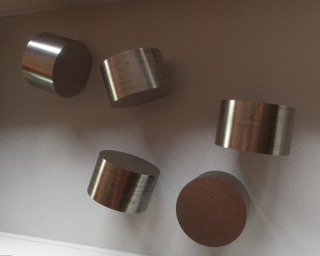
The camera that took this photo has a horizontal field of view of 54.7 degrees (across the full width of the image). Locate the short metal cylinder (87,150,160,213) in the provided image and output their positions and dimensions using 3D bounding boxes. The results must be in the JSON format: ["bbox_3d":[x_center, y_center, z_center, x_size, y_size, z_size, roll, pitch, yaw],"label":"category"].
[{"bbox_3d":[-0.046,0.066,0.397,0.080,0.080,0.050,22,97,18],"label":"short metal cylinder"}]

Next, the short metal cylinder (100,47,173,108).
[{"bbox_3d":[-0.030,-0.061,0.391,0.080,0.080,0.050,-18,84,19],"label":"short metal cylinder"}]

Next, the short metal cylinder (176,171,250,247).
[{"bbox_3d":[0.065,0.095,0.374,0.080,0.050,0.079,0,90,19],"label":"short metal cylinder"}]

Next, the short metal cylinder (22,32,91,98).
[{"bbox_3d":[-0.140,-0.087,0.429,0.050,0.080,0.080,20,97,18],"label":"short metal cylinder"}]

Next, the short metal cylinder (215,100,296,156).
[{"bbox_3d":[0.105,-0.001,0.344,0.080,0.080,0.050,8,93,19],"label":"short metal cylinder"}]
